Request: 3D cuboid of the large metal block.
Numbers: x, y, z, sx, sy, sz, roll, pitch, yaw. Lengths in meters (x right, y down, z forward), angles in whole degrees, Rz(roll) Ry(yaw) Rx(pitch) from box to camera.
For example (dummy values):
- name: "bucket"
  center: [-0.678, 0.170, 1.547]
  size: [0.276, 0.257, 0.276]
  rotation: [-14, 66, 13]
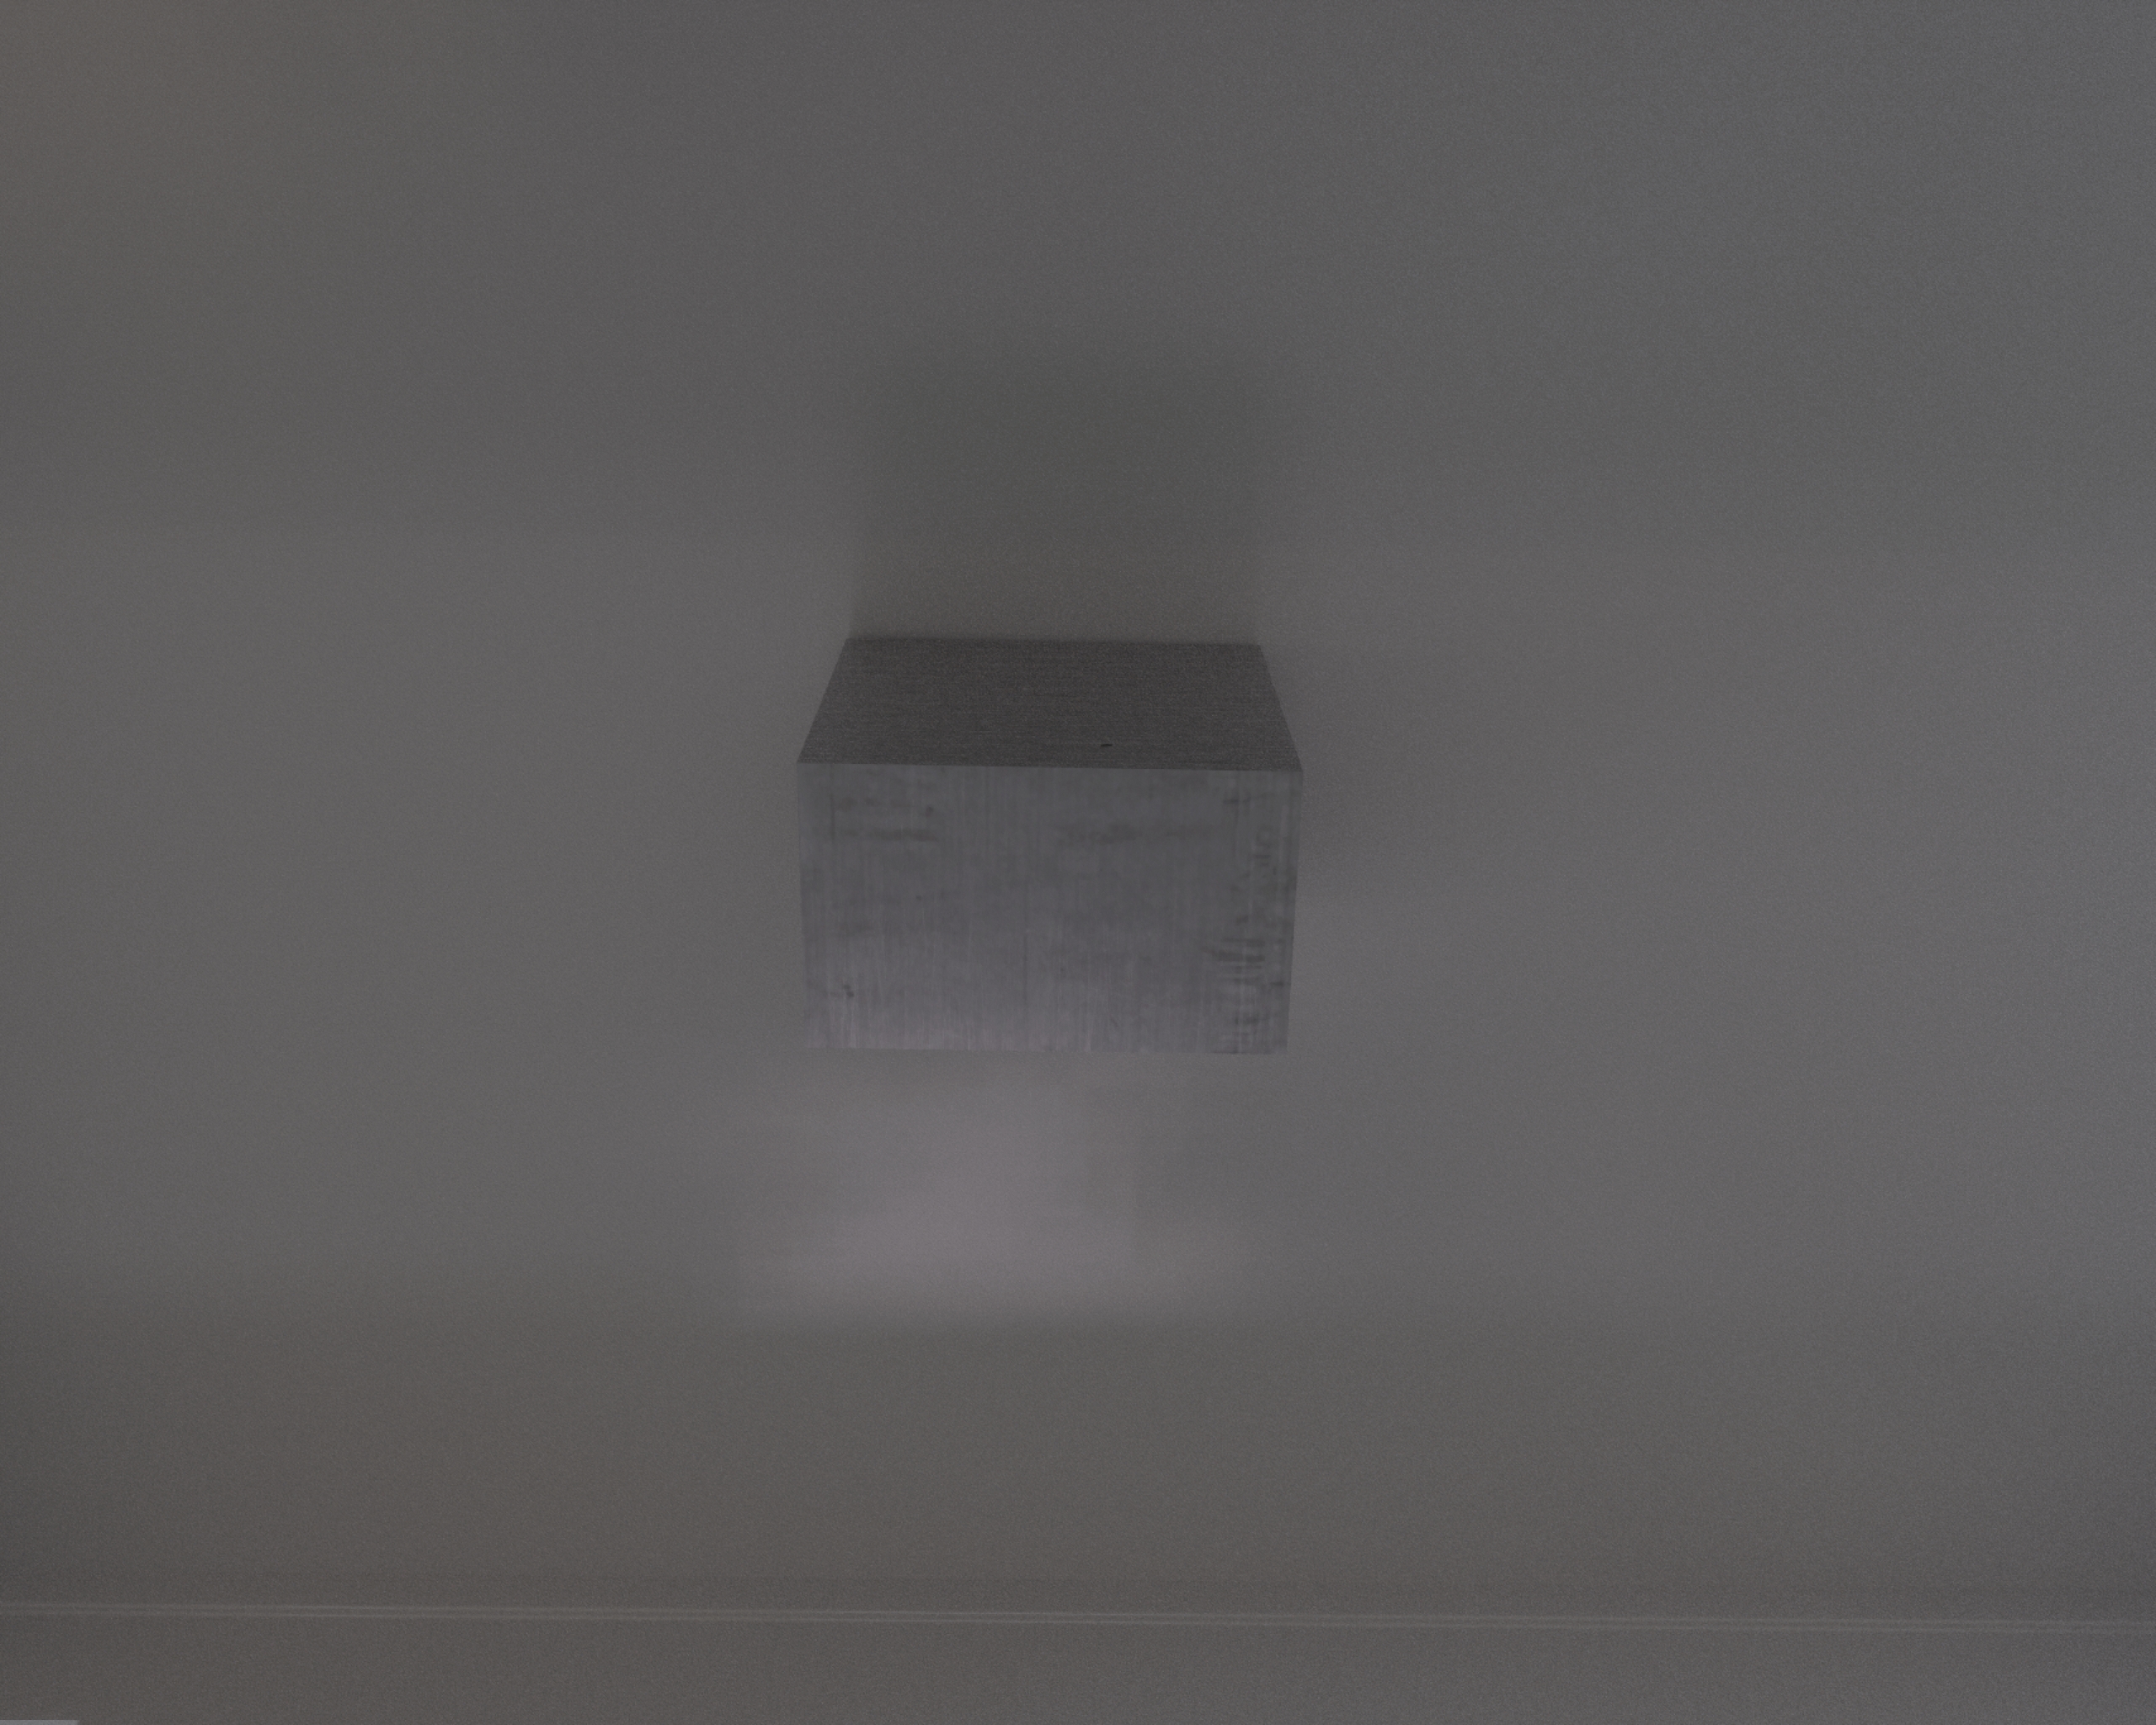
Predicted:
- name: "large metal block"
  center: [-0.005, -0.006, 0.377]
  size: [0.080, 0.080, 0.050]
  rotation: [1, 110, -1]
